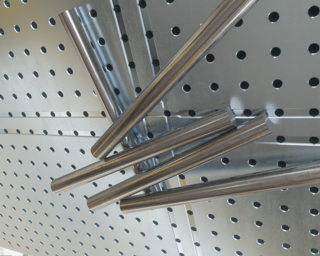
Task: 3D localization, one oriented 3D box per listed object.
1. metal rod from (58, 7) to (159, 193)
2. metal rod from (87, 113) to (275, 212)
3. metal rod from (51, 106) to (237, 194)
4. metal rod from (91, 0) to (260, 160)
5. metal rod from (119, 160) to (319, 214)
[{"bbox_3d":[-0.060,-0.015,0.434,0.025,0.025,0.299,-9,114,32],"label":"metal rod"},{"bbox_3d":[0.007,0.057,0.419,0.299,0.025,0.025,-29,103,30],"label":"metal rod"},{"bbox_3d":[-0.040,0.040,0.426,0.300,0.025,0.025,-23,106,26],"label":"metal rod"},{"bbox_3d":[0.004,-0.052,0.358,0.025,0.025,0.299,45,123,-3],"label":"metal rod"},{"bbox_3d":[0.072,0.081,0.404,0.300,0.025,0.025,-17,110,28],"label":"metal rod"}]
